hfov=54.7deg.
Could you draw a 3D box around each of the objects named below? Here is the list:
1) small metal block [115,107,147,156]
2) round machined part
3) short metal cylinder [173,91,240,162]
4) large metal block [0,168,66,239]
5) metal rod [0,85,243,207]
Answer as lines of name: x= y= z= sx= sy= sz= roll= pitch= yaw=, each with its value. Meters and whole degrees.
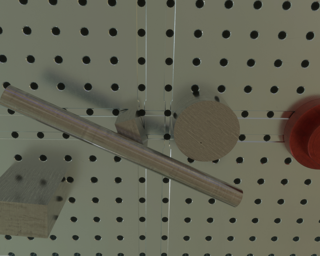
small metal block: x=-0.036 y=0.006 z=0.402 sx=0.025 sy=0.050 sz=0.050 roll=-15 pitch=110 yaw=5
round machined part: x=0.222 y=0.013 z=0.412 sx=0.099 sy=0.042 sz=0.097 roll=0 pitch=110 yaw=-1
short metal cylinder: x=0.057 y=-0.004 z=0.400 sx=0.081 sy=0.050 sz=0.079 roll=0 pitch=110 yaw=-1
large metal block: x=-0.179 y=0.098 z=0.418 sx=0.081 sy=0.080 sz=0.050 roll=6 pitch=110 yaw=-3
metal rod: x=-0.036 y=0.026 z=0.369 sx=0.301 sy=0.025 sz=0.025 roll=25 pitch=108 yaw=-9
